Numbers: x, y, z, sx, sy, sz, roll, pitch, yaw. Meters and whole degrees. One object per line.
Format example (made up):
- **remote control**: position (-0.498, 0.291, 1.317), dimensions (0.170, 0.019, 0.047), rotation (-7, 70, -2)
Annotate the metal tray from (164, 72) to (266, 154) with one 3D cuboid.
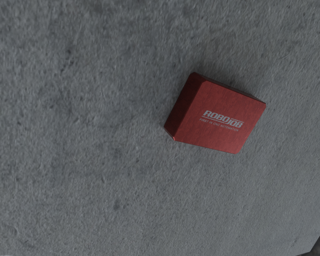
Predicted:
- **metal tray**: position (0.080, -0.016, 0.440), dimensions (0.131, 0.030, 0.089), rotation (14, 111, -35)
